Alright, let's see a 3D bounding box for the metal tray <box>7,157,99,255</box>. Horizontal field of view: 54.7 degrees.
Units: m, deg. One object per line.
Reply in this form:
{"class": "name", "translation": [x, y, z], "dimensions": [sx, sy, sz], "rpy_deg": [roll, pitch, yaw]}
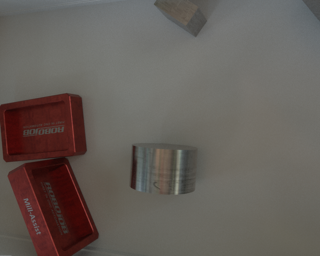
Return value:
{"class": "metal tray", "translation": [-0.142, 0.108, 0.424], "dimensions": [0.030, 0.090, 0.130], "rpy_deg": [-28, 81, 18]}

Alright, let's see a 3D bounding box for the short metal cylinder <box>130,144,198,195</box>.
{"class": "short metal cylinder", "translation": [0.004, 0.047, 0.379], "dimensions": [0.080, 0.080, 0.050], "rpy_deg": [4, 92, 19]}

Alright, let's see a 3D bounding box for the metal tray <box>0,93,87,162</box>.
{"class": "metal tray", "translation": [-0.179, 0.001, 0.468], "dimensions": [0.130, 0.030, 0.089], "rpy_deg": [-7, 88, 19]}

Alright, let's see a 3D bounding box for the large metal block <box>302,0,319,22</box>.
{"class": "large metal block", "translation": [0.191, -0.122, 0.299], "dimensions": [0.080, 0.080, 0.050], "rpy_deg": [43, 107, -13]}

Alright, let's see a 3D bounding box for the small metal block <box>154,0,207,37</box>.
{"class": "small metal block", "translation": [0.027, -0.144, 0.387], "dimensions": [0.050, 0.050, 0.025], "rpy_deg": [39, 102, 15]}
